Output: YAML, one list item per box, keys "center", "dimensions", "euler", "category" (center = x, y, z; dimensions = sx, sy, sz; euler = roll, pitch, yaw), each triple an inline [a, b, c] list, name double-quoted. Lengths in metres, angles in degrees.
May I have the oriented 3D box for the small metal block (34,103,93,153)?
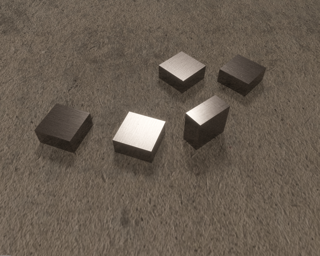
- center: [-0.123, -0.001, 0.402]
  dimensions: [0.050, 0.025, 0.050]
  euler: [16, 52, 12]
  category: "small metal block"

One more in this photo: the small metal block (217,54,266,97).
- center: [0.125, -0.081, 0.473]
  dimensions: [0.050, 0.025, 0.050]
  euler: [35, 58, 25]
  category: "small metal block"

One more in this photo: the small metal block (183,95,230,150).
- center: [0.058, -0.007, 0.393]
  dimensions: [0.050, 0.050, 0.025]
  euler: [-32, 57, -24]
  category: "small metal block"

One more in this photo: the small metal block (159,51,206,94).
- center: [0.034, -0.086, 0.476]
  dimensions: [0.050, 0.025, 0.050]
  euler: [-37, 59, -27]
  category: "small metal block"

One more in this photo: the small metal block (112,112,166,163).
- center: [-0.025, 0.011, 0.394]
  dimensions: [0.050, 0.025, 0.050]
  euler: [16, 52, 12]
  category: "small metal block"
